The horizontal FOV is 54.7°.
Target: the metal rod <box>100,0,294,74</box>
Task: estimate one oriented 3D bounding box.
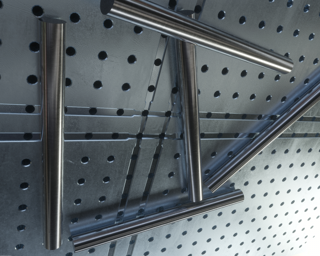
[{"bbox_3d":[0.071,-0.101,0.362,0.302,0.025,0.025,4,117,-40],"label":"metal rod"}]

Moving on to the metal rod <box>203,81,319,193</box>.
[{"bbox_3d":[0.194,0.002,0.521,0.300,0.025,0.025,-41,130,-1],"label":"metal rod"}]

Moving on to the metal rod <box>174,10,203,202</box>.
[{"bbox_3d":[0.043,-0.007,0.431,0.025,0.025,0.298,-20,126,-17],"label":"metal rod"}]

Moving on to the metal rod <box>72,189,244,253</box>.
[{"bbox_3d":[0.011,0.146,0.509,0.303,0.025,0.025,-9,123,-24],"label":"metal rod"}]

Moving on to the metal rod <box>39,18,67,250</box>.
[{"bbox_3d":[-0.125,0.029,0.361,0.025,0.025,0.298,-5,121,-27],"label":"metal rod"}]
